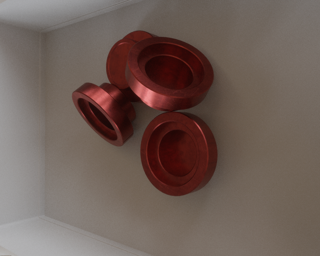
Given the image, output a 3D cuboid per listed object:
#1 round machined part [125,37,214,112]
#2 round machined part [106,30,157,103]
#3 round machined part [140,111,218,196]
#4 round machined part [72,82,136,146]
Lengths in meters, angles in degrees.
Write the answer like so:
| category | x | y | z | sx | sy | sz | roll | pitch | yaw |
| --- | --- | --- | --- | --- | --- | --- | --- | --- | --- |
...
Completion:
| category | x | y | z | sx | sy | sz | roll | pitch | yaw |
| --- | --- | --- | --- | --- | --- | --- | --- | --- | --- |
| round machined part | 0.009 | -0.058 | 0.358 | 0.098 | 0.099 | 0.042 | 55 | 149 | 25 |
| round machined part | -0.036 | -0.084 | 0.423 | 0.098 | 0.042 | 0.097 | 0 | 90 | 39 |
| round machined part | 0.026 | 0.029 | 0.373 | 0.098 | 0.042 | 0.097 | 0 | 90 | 39 |
| round machined part | -0.072 | -0.024 | 0.431 | 0.098 | 0.042 | 0.098 | 35 | 154 | 21 |
